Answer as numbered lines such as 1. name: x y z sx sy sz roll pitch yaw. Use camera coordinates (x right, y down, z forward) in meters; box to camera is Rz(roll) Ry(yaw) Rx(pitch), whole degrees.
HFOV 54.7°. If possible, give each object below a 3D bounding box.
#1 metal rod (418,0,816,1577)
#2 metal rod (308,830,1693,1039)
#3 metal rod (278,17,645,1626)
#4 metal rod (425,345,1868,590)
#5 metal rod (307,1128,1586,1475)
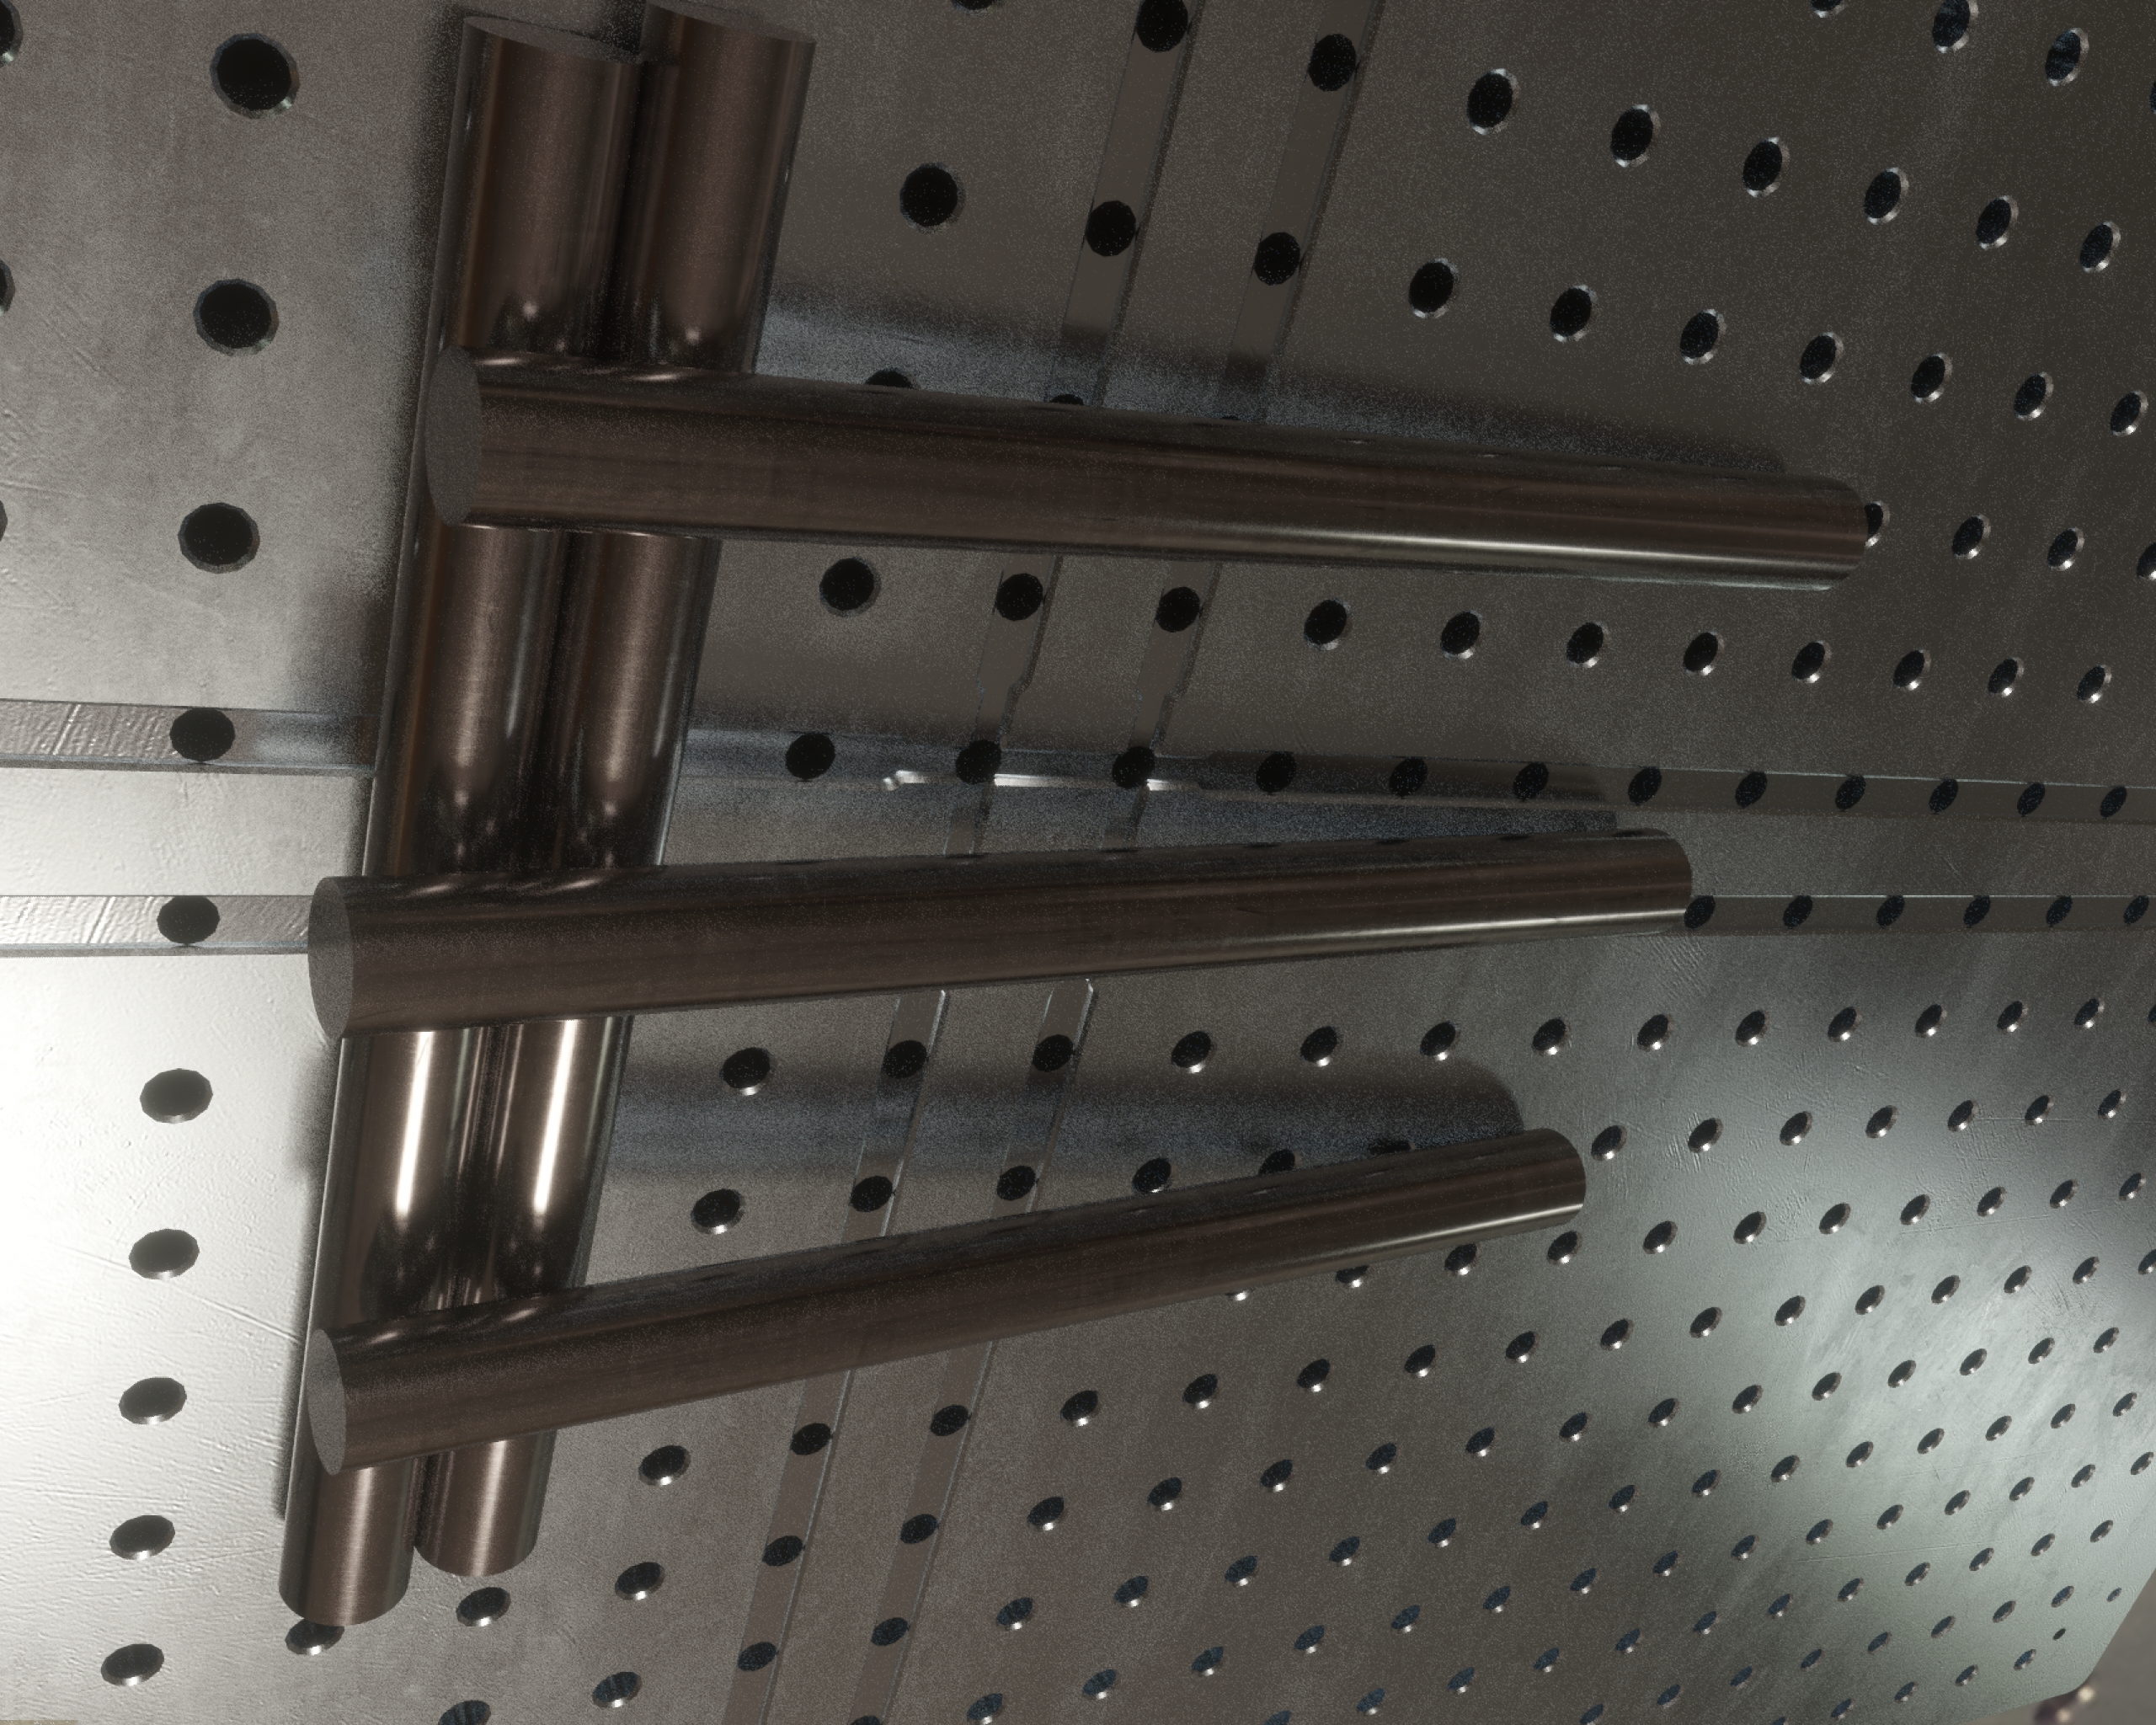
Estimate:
1. metal rod: -0.087 0.007 0.368 0.025 0.025 0.298 1 118 -29
2. metal rod: 0.010 0.009 0.404 0.303 0.025 0.025 -2 120 -35
3. metal rod: -0.111 0.013 0.359 0.025 0.025 0.298 1 118 -29
4. metal rod: 0.038 -0.066 0.374 0.303 0.025 0.025 -3 120 -34
5. metal rod: -0.005 0.086 0.445 0.303 0.025 0.025 -3 120 -34
